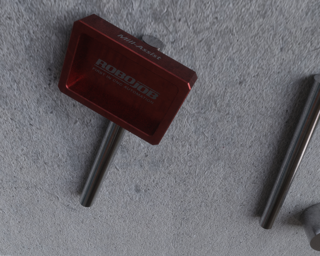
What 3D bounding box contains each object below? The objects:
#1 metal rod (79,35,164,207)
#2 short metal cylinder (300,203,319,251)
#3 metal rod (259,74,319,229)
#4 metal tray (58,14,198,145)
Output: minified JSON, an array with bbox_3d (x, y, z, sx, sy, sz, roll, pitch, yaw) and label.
[{"bbox_3d":[-0.063,0.014,0.417,0.025,0.025,0.298,17,128,-14],"label":"metal rod"},{"bbox_3d":[0.295,0.173,0.541,0.081,0.050,0.079,0,130,0],"label":"short metal cylinder"},{"bbox_3d":[0.191,0.057,0.457,0.025,0.025,0.298,0,130,-1],"label":"metal rod"},{"bbox_3d":[-0.038,-0.049,0.332,0.130,0.030,0.089,30,127,1],"label":"metal tray"}]
